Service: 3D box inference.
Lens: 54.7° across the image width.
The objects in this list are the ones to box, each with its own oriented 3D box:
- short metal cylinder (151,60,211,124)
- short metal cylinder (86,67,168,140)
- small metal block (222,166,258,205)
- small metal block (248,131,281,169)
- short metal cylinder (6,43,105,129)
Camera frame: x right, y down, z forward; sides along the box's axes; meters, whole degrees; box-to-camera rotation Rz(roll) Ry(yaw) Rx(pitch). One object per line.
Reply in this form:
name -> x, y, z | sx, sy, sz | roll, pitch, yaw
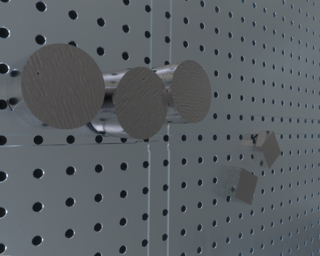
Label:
short metal cylinder -> 0.024, -0.045, 0.408 | 0.081, 0.050, 0.080 | 2, 87, -46
short metal cylinder -> -0.036, -0.028, 0.356 | 0.081, 0.050, 0.079 | -3, 94, -47
small metal block -> 0.137, 0.098, 0.525 | 0.050, 0.025, 0.050 | 30, 71, -36
small metal block -> 0.195, 0.040, 0.573 | 0.050, 0.025, 0.050 | -41, 115, -32
short metal cylinder -> -0.103, -0.039, 0.307 | 0.081, 0.050, 0.079 | 0, 90, -40
